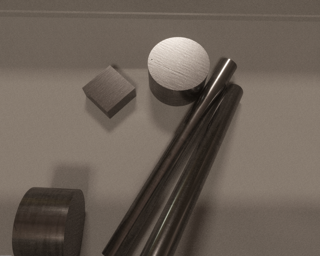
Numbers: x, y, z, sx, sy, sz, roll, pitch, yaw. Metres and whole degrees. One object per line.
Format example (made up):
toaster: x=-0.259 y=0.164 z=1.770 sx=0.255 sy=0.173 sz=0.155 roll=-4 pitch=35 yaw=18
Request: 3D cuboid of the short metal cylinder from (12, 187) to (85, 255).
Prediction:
short metal cylinder: x=-0.118 y=0.107 z=0.340 sx=0.050 sy=0.080 sz=0.080 roll=3 pitch=70 yaw=1

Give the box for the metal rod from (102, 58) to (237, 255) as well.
metal rod: x=0.021 y=0.029 z=0.399 sx=0.025 sy=0.025 sz=0.300 roll=30 pitch=72 yaw=10

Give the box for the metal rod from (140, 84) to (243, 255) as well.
metal rod: x=0.042 y=0.041 z=0.329 sx=0.025 sy=0.025 sz=0.301 roll=26 pitch=47 yaw=9

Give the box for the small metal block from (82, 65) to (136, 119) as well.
small metal block: x=-0.069 y=-0.050 z=0.427 sx=0.050 sy=0.025 sz=0.050 roll=43 pitch=75 yaw=13

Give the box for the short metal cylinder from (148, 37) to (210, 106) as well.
short metal cylinder: x=0.024 y=-0.076 z=0.424 sx=0.081 sy=0.050 sz=0.080 roll=0 pitch=70 yaw=0
